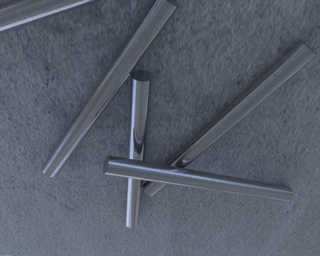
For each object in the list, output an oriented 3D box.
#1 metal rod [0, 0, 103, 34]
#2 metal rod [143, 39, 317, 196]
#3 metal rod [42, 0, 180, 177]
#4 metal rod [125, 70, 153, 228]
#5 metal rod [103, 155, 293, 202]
[{"bbox_3d":[-0.129,-0.117,0.305,0.301,0.025,0.025,-13,129,10],"label":"metal rod"},{"bbox_3d":[0.072,0.005,0.412,0.025,0.025,0.299,29,124,-23],"label":"metal rod"},{"bbox_3d":[-0.076,-0.031,0.379,0.025,0.025,0.298,28,125,-22],"label":"metal rod"},{"bbox_3d":[-0.035,0.053,0.451,0.025,0.025,0.298,4,130,-4],"label":"metal rod"},{"bbox_3d":[0.069,0.076,0.446,0.302,0.025,0.025,12,130,-21],"label":"metal rod"}]
